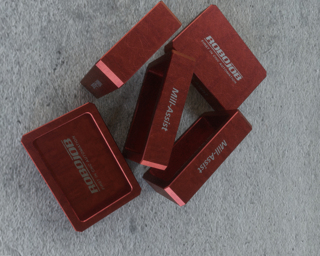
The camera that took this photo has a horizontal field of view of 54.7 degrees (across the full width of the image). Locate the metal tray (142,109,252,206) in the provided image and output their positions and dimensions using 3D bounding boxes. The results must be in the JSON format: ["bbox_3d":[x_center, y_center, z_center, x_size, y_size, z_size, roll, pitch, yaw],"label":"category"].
[{"bbox_3d":[0.044,0.032,0.393,0.130,0.090,0.030,-45,105,-15],"label":"metal tray"}]

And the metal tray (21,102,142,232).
[{"bbox_3d":[-0.092,0.045,0.374,0.091,0.030,0.129,-30,100,-18],"label":"metal tray"}]

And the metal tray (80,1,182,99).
[{"bbox_3d":[-0.039,-0.079,0.341,0.030,0.130,0.090,46,75,-15],"label":"metal tray"}]

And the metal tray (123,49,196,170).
[{"bbox_3d":[-0.005,-0.020,0.374,0.030,0.090,0.129,18,84,-20],"label":"metal tray"}]

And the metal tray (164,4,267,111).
[{"bbox_3d":[0.081,-0.094,0.439,0.090,0.030,0.130,-46,105,-14],"label":"metal tray"}]
